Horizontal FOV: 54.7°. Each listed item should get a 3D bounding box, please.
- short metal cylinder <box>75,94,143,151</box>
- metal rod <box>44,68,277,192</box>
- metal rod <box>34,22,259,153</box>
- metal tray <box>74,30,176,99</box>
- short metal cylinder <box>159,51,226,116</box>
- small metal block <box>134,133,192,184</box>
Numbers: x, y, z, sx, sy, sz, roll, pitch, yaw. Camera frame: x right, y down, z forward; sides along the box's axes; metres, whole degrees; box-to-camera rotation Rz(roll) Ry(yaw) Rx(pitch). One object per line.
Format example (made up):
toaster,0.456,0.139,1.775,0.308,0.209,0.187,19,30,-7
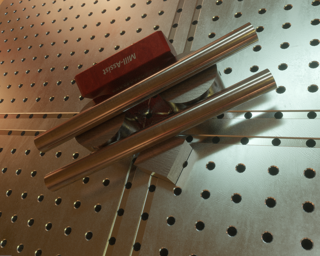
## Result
short metal cylinder,-0.070,0.001,0.427,0.080,0.050,0.080,-13,56,20
metal rod,-0.009,0.008,0.373,0.301,0.025,0.025,-25,53,12
metal rod,-0.025,-0.044,0.381,0.301,0.025,0.025,-26,53,11
metal tray,-0.041,-0.081,0.434,0.130,0.090,0.030,-25,85,12
short metal cylinder,0.042,-0.053,0.402,0.080,0.050,0.080,-13,56,20
small metal block,0.004,0.035,0.382,0.050,0.025,0.050,16,70,34
